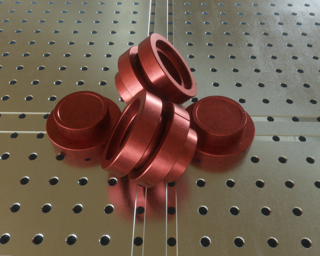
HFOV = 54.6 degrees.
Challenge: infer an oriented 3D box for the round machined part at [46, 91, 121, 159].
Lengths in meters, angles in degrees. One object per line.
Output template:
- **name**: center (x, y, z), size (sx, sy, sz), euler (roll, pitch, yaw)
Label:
- **round machined part**: center (-0.099, -0.011, 0.405), size (0.099, 0.042, 0.098), euler (0, 50, 0)

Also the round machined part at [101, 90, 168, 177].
- **round machined part**: center (-0.023, 0.010, 0.346), size (0.042, 0.098, 0.098), euler (28, 48, -18)

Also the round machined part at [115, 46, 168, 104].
- **round machined part**: center (-0.023, -0.059, 0.425), size (0.042, 0.098, 0.098), euler (-32, 45, 26)

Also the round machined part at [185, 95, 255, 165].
- **round machined part**: center (0.074, -0.004, 0.401), size (0.099, 0.042, 0.098), euler (0, 50, 0)

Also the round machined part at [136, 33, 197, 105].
- **round machined part**: center (0.003, -0.073, 0.413), size (0.042, 0.098, 0.098), euler (-32, 45, 26)

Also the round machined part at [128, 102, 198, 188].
- **round machined part**: center (0.006, 0.023, 0.353), size (0.042, 0.098, 0.098), euler (29, 48, -18)
